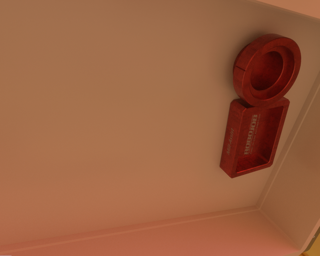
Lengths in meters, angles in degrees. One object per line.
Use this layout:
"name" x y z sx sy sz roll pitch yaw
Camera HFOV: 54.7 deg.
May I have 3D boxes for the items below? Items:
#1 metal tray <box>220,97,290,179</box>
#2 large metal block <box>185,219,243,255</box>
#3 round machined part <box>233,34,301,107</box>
"metal tray" 0.150 0.013 0.497 0.091 0.030 0.129 -12 124 -23
"large metal block" 0.106 0.237 0.603 0.080 0.050 0.080 -34 129 -7
"round machined part" 0.141 -0.081 0.427 0.099 0.042 0.097 -14 125 -21
